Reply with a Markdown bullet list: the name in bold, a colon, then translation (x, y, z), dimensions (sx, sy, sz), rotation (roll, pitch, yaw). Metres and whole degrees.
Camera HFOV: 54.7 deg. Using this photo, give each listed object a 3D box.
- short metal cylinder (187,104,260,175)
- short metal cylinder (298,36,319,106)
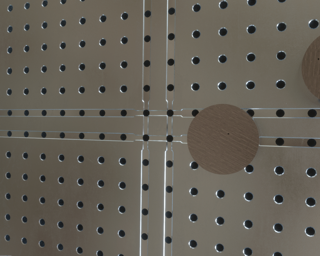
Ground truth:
- **short metal cylinder**: translation (0.078, 0.013, 0.372), dimensions (0.080, 0.050, 0.079), rotation (0, 90, 20)
- **short metal cylinder**: translation (0.193, -0.062, 0.331), dimensions (0.080, 0.050, 0.079), rotation (0, 90, 20)
